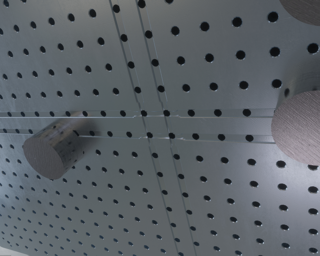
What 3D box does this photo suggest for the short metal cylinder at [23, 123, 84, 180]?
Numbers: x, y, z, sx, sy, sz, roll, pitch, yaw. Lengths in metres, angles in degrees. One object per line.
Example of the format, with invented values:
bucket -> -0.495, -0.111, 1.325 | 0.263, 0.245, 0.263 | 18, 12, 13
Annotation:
short metal cylinder -> -0.175, 0.038, 0.511 | 0.080, 0.050, 0.079 | 13, 124, 21

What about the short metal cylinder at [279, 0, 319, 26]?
short metal cylinder -> 0.136, -0.127, 0.245 | 0.080, 0.050, 0.079 | 13, 124, 21

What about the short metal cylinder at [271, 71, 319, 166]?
short metal cylinder -> 0.156, -0.010, 0.307 | 0.080, 0.050, 0.079 | 13, 124, 21
